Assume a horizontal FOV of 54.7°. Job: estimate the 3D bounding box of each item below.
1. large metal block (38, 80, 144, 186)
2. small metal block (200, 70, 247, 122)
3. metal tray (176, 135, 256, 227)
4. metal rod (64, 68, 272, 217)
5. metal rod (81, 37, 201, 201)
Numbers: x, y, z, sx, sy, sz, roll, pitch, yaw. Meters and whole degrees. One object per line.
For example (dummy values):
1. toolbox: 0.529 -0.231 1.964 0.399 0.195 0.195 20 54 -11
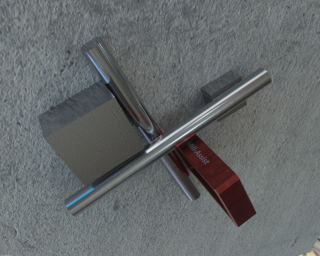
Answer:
1. large metal block: -0.076 0.005 0.353 0.080 0.050 0.080 -32 129 -8
2. small metal block: 0.090 -0.044 0.432 0.050 0.025 0.050 -31 129 -9
3. metal tray: 0.066 0.059 0.414 0.030 0.130 0.090 -36 129 -4
4. metal rod: 0.015 0.014 0.394 0.301 0.025 0.025 -34 129 -6
5. metal rod: -0.008 0.011 0.413 0.025 0.025 0.299 -36 130 -4
